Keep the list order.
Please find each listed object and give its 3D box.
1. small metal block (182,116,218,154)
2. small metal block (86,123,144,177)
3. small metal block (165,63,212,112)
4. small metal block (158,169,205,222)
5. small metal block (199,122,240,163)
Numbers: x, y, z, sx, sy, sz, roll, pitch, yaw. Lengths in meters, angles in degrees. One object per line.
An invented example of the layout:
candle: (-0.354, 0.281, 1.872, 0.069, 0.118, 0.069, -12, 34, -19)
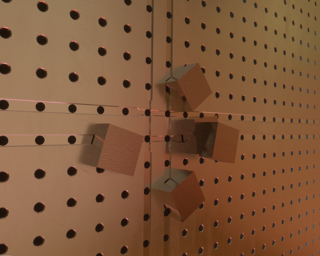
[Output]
small metal block: (0.061, 0.009, 0.459, 0.050, 0.025, 0.050, -9, 96, -39)
small metal block: (-0.052, 0.026, 0.365, 0.050, 0.025, 0.050, 23, 76, -38)
small metal block: (0.042, -0.058, 0.443, 0.050, 0.025, 0.050, -44, 116, -31)
small metal block: (0.031, 0.094, 0.435, 0.050, 0.025, 0.050, -35, 112, -34)
small metal block: (0.086, 0.021, 0.448, 0.050, 0.025, 0.050, 17, 79, -39)
